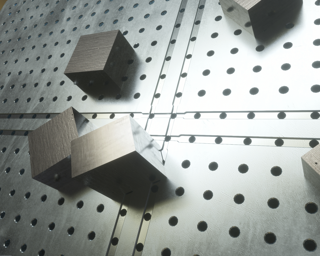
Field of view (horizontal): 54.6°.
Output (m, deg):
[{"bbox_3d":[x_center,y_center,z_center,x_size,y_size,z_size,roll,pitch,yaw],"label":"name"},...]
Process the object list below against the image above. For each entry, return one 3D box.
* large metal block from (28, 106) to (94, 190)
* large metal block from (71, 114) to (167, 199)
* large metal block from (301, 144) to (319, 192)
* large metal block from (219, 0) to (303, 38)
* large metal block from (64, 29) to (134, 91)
[{"bbox_3d":[-0.138,0.029,0.448,0.080,0.050,0.080,-31,52,8],"label":"large metal block"},{"bbox_3d":[-0.049,0.038,0.376,0.080,0.080,0.050,-24,53,13],"label":"large metal block"},{"bbox_3d":[0.187,0.040,0.270,0.080,0.050,0.080,-37,51,3],"label":"large metal block"},{"bbox_3d":[0.138,-0.188,0.436,0.080,0.050,0.080,-36,51,4],"label":"large metal block"},{"bbox_3d":[-0.099,-0.110,0.513,0.080,0.050,0.080,1,62,29],"label":"large metal block"}]
